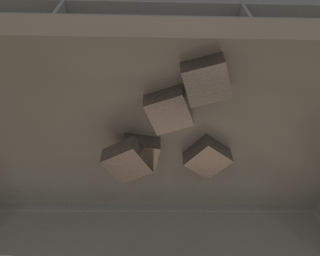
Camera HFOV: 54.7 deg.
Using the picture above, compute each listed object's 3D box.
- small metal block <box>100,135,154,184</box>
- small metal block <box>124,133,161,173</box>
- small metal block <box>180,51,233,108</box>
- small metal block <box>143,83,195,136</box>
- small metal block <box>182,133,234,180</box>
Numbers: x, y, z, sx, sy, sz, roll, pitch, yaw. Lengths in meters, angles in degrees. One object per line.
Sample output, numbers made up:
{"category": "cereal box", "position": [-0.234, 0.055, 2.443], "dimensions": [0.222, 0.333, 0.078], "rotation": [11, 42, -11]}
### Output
{"category": "small metal block", "position": [-0.043, 0.044, 0.413], "dimensions": [0.050, 0.025, 0.050], "rotation": [-24, 126, 18]}
{"category": "small metal block", "position": [-0.028, 0.036, 0.440], "dimensions": [0.050, 0.025, 0.050], "rotation": [7, 130, -7]}
{"category": "small metal block", "position": [0.054, -0.056, 0.363], "dimensions": [0.050, 0.025, 0.050], "rotation": [-13, 129, 10]}
{"category": "small metal block", "position": [0.011, -0.022, 0.390], "dimensions": [0.050, 0.025, 0.050], "rotation": [-16, 129, 12]}
{"category": "small metal block", "position": [0.068, 0.042, 0.446], "dimensions": [0.050, 0.025, 0.050], "rotation": [32, 123, -25]}
